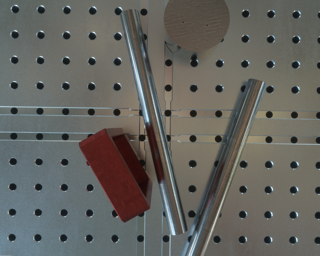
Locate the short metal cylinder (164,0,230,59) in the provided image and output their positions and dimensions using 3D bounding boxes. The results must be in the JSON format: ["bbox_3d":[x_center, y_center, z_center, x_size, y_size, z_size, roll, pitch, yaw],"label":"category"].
[{"bbox_3d":[0.045,-0.133,0.401,0.081,0.050,0.079,0,90,-1],"label":"short metal cylinder"}]

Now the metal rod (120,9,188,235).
[{"bbox_3d":[-0.008,-0.008,0.413,0.025,0.025,0.298,-13,90,0],"label":"metal rod"}]

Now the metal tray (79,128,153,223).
[{"bbox_3d":[-0.044,0.046,0.360,0.030,0.130,0.090,-29,90,0],"label":"metal tray"}]

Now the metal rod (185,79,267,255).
[{"bbox_3d":[0.080,0.079,0.414,0.025,0.025,0.299,20,90,-1],"label":"metal rod"}]
